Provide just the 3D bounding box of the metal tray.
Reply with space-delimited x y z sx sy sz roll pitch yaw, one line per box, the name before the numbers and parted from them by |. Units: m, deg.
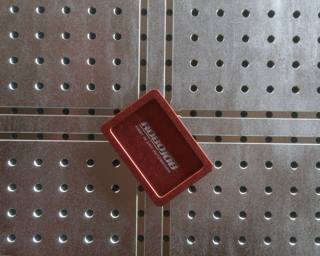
metal tray | -0.004 0.025 0.410 0.090 0.030 0.130 -36 90 -1
